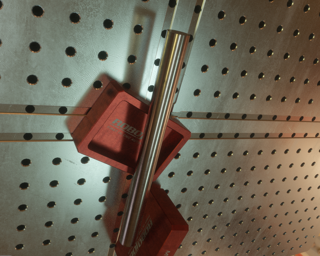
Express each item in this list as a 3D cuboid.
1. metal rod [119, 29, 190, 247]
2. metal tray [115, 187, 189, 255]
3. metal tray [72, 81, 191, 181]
[{"bbox_3d":[-0.013,0.032,0.385,0.025,0.025,0.298,-1,119,-29],"label":"metal rod"},{"bbox_3d":[-0.017,0.166,0.464,0.030,0.090,0.129,15,111,-35],"label":"metal tray"},{"bbox_3d":[-0.032,0.010,0.397,0.131,0.030,0.090,31,101,-38],"label":"metal tray"}]
